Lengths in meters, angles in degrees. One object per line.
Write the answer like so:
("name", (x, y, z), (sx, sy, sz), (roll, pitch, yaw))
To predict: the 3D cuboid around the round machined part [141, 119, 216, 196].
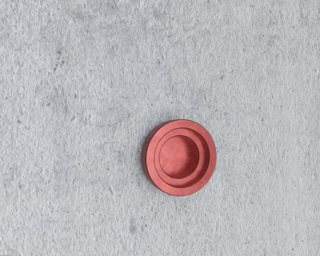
("round machined part", (0.021, 0.037, 0.410), (0.099, 0.042, 0.097), (0, 90, -21))
